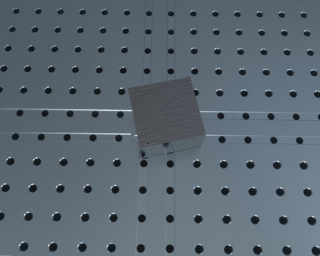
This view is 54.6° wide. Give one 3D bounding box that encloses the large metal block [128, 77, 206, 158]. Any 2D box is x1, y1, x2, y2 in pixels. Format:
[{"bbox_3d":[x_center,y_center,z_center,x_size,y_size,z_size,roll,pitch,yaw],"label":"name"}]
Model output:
[{"bbox_3d":[0.007,-0.013,0.402,0.080,0.050,0.080,-11,71,-4],"label":"large metal block"}]
